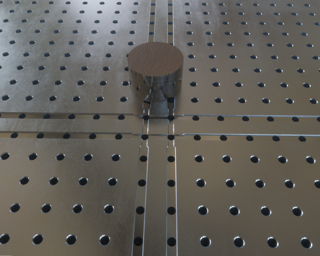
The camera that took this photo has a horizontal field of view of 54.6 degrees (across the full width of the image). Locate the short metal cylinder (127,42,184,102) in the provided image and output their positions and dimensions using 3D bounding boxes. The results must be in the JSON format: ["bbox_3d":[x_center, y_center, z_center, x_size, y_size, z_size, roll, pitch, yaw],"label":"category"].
[{"bbox_3d":[-0.006,-0.084,0.462,0.080,0.050,0.080,0,50,0],"label":"short metal cylinder"}]
